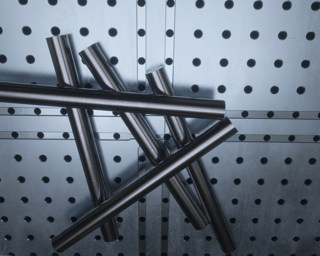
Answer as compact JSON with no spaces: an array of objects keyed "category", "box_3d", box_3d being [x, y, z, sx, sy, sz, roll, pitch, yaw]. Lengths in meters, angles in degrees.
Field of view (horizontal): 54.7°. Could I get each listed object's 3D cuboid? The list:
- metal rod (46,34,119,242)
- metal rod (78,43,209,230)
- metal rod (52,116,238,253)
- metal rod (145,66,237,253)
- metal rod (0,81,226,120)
[{"category":"metal rod","box_3d":[-0.099,0.028,0.422,0.025,0.025,0.298,-9,110,3]},{"category":"metal rod","box_3d":[-0.013,0.024,0.421,0.025,0.025,0.299,-29,108,10]},{"category":"metal rod","box_3d":[-0.028,0.081,0.416,0.300,0.025,0.025,-36,107,12]},{"category":"metal rod","box_3d":[0.050,0.057,0.435,0.025,0.025,0.299,-22,109,7]},{"category":"metal rod","box_3d":[-0.073,-0.034,0.373,0.302,0.025,0.025,5,110,-3]}]
